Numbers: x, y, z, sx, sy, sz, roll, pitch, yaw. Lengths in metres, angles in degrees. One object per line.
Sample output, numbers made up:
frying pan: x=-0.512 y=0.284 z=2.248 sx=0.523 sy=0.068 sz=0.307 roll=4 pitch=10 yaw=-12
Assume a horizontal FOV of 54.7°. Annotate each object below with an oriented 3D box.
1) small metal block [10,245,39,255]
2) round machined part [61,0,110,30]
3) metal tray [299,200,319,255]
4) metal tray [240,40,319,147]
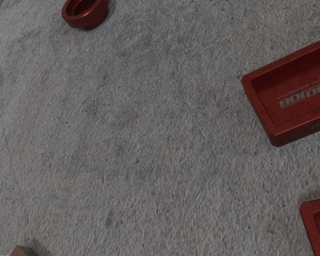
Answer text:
small metal block: x=-0.170 y=0.182 z=0.382 sx=0.050 sy=0.025 sz=0.050 roll=21 pitch=73 yaw=35
round machined part: x=-0.141 y=-0.233 z=0.610 sx=0.098 sy=0.042 sz=0.098 roll=-13 pitch=56 yaw=21
metal tray: x=0.191 y=0.092 z=0.243 sx=0.130 sy=0.030 sz=0.090 roll=-18 pitch=55 yaw=17
metal tray: x=0.167 y=-0.045 z=0.340 sx=0.130 sy=0.030 sz=0.090 roll=-24 pitch=53 yaw=13
